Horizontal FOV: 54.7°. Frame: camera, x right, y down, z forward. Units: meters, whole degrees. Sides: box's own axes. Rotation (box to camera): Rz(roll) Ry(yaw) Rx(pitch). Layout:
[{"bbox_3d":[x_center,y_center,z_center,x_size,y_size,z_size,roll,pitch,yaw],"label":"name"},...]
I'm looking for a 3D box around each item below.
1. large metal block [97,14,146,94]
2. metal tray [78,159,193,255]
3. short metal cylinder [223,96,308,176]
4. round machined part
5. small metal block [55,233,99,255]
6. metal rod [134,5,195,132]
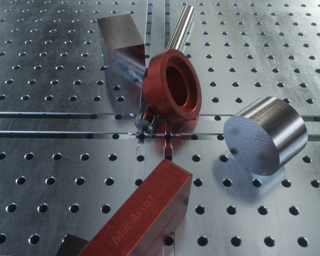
[{"bbox_3d":[-0.057,-0.111,0.465,0.050,0.080,0.080,-14,52,-12],"label":"large metal block"},{"bbox_3d":[-0.021,0.100,0.280,0.030,0.089,0.131,30,56,22],"label":"metal tray"},{"bbox_3d":[0.122,0.010,0.366,0.050,0.080,0.080,-32,57,-24],"label":"short metal cylinder"},{"bbox_3d":[0.013,-0.053,0.417,0.042,0.098,0.098,-14,41,35],"label":"round machined part"},{"bbox_3d":[-0.079,0.132,0.280,0.025,0.050,0.050,15,52,12],"label":"small metal block"},{"bbox_3d":[0.017,-0.114,0.503,0.025,0.025,0.300,12,51,9],"label":"metal rod"}]
